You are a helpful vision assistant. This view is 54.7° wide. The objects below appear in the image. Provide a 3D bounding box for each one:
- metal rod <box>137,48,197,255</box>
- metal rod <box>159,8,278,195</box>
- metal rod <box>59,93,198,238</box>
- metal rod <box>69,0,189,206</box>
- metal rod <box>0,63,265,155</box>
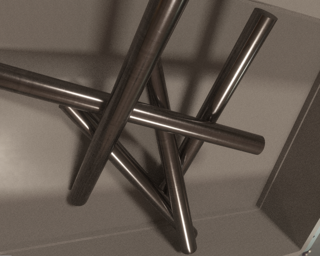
[{"bbox_3d":[0.015,0.046,0.407,0.025,0.025,0.298,-20,114,-17],"label":"metal rod"},{"bbox_3d":[0.054,-0.003,0.391,0.025,0.025,0.298,0,133,-29],"label":"metal rod"},{"bbox_3d":[-0.025,0.071,0.418,0.025,0.025,0.300,-38,123,-3],"label":"metal rod"},{"bbox_3d":[-0.049,-0.001,0.310,0.025,0.025,0.298,1,140,-30],"label":"metal rod"},{"bbox_3d":[-0.017,-0.015,0.340,0.302,0.025,0.025,14,112,-18],"label":"metal rod"}]
